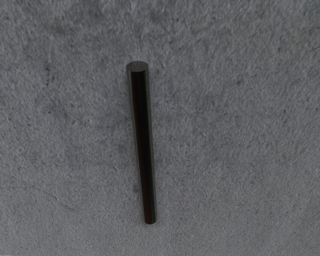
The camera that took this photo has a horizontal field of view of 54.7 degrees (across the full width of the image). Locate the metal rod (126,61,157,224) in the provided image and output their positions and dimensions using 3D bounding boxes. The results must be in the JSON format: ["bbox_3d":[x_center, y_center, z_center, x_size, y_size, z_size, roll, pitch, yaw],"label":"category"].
[{"bbox_3d":[-0.021,0.044,0.444,0.025,0.025,0.298,-2,130,1],"label":"metal rod"}]
